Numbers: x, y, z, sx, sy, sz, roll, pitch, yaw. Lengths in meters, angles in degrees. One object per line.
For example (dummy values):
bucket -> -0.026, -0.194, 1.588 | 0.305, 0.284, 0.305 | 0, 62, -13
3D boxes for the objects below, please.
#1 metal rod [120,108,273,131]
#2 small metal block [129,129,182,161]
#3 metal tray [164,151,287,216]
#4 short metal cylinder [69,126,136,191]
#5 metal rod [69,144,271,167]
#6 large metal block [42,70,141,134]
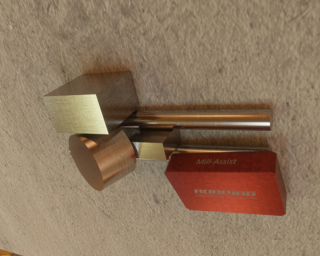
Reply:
metal rod -> -0.012, -0.011, 0.407 | 0.301, 0.025, 0.025 | 1, 119, 27
small metal block -> -0.006, 0.017, 0.404 | 0.050, 0.050, 0.025 | 1, 119, 27
metal tray -> 0.082, 0.070, 0.386 | 0.130, 0.030, 0.090 | -4, 134, 28
short metal cylinder -> -0.076, 0.035, 0.406 | 0.080, 0.050, 0.079 | 34, 139, 36
metal rod -> -0.005, 0.033, 0.430 | 0.300, 0.025, 0.025 | 0, 119, 27
large metal block -> -0.083, -0.034, 0.394 | 0.080, 0.080, 0.050 | 1, 119, 27
